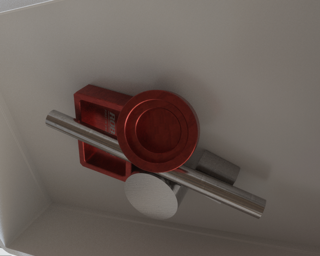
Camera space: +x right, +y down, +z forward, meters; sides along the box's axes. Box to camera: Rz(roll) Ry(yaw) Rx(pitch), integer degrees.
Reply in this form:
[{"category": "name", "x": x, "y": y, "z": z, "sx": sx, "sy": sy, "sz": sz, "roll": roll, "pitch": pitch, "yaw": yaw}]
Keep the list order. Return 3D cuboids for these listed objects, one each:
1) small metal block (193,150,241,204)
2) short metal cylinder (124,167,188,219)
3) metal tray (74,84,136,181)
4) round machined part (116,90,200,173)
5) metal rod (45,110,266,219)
[{"category": "small metal block", "x": 0.070, "y": 0.065, "z": 0.409, "sx": 0.050, "sy": 0.025, "sz": 0.050, "roll": 28, "pitch": 128, "yaw": 10}, {"category": "short metal cylinder", "x": -0.003, "y": 0.082, "z": 0.440, "sx": 0.080, "sy": 0.050, "sz": 0.079, "roll": 13, "pitch": 124, "yaw": 20}, {"category": "metal tray", "x": -0.073, "y": 0.010, "z": 0.445, "sx": 0.090, "sy": 0.030, "sz": 0.129, "roll": 17, "pitch": 125, "yaw": 18}, {"category": "round machined part", "x": 0.000, "y": 0.002, "z": 0.380, "sx": 0.098, "sy": 0.042, "sz": 0.097, "roll": 2, "pitch": 97, "yaw": 14}, {"category": "metal rod", "x": -0.014, "y": 0.042, "z": 0.401, "sx": 0.301, "sy": 0.025, "sz": 0.025, "roll": 22, "pitch": 127, "yaw": 11}]
